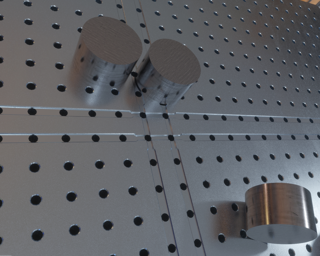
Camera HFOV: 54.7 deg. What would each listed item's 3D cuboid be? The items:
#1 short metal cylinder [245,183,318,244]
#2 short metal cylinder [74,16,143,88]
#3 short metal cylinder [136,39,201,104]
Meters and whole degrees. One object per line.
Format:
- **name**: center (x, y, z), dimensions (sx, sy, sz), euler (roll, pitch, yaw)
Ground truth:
- **short metal cylinder**: center (0.148, 0.108, 0.386), dimensions (0.080, 0.080, 0.050), euler (20, 54, -17)
- **short metal cylinder**: center (-0.070, -0.102, 0.416), dimensions (0.081, 0.050, 0.080), euler (14, 56, -21)
- **short metal cylinder**: center (0.011, -0.081, 0.447), dimensions (0.081, 0.050, 0.080), euler (14, 56, -21)
